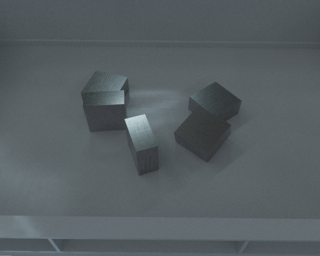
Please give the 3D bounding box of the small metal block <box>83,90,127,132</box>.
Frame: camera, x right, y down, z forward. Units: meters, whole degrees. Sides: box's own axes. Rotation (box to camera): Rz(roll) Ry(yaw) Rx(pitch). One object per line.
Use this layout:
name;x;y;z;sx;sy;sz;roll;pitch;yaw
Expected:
small metal block;-0.070;-0.022;0.406;0.050;0.050;0.025;-4;50;-3

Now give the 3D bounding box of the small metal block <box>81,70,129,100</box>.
small metal block;-0.079;-0.054;0.449;0.050;0.025;0.050;14;51;11

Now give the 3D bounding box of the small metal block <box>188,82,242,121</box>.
small metal block;0.076;-0.032;0.432;0.050;0.025;0.050;-31;57;-24

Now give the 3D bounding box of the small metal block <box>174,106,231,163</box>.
small metal block;0.054;0.007;0.393;0.050;0.025;0.050;34;69;25

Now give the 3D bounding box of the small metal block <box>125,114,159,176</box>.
small metal block;-0.022;0.020;0.371;0.025;0.050;0.050;-15;52;-12
